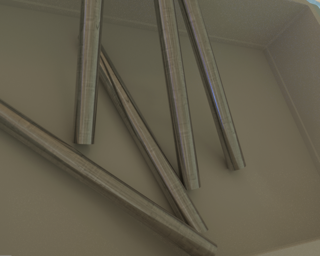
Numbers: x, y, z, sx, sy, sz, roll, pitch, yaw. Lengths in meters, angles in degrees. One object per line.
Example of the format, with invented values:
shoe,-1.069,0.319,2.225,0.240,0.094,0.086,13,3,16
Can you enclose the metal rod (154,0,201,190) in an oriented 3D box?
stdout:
metal rod,0.017,-0.074,0.385,0.025,0.025,0.298,-8,89,-32

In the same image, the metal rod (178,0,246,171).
metal rod,0.062,-0.086,0.415,0.025,0.025,0.298,-23,98,-36

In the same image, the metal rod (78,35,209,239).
metal rod,-0.028,-0.003,0.391,0.025,0.025,0.299,-20,72,-36

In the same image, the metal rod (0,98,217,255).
metal rod,-0.070,0.051,0.327,0.301,0.025,0.025,34,51,-2

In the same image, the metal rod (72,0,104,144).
metal rod,-0.077,-0.131,0.351,0.025,0.025,0.298,4,90,-27
